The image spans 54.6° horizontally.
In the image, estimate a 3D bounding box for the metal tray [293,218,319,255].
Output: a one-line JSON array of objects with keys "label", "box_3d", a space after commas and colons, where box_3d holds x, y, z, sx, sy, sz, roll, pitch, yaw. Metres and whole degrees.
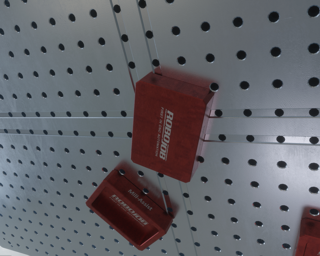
[{"label": "metal tray", "box_3d": [0.239, 0.171, 0.387, 0.130, 0.030, 0.089, 10, 123, 23]}]

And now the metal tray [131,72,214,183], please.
[{"label": "metal tray", "box_3d": [0.011, 0.002, 0.404, 0.090, 0.030, 0.129, 19, 126, 17]}]

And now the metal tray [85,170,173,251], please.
[{"label": "metal tray", "box_3d": [-0.054, 0.141, 0.524, 0.130, 0.030, 0.090, 40, 129, 0]}]
